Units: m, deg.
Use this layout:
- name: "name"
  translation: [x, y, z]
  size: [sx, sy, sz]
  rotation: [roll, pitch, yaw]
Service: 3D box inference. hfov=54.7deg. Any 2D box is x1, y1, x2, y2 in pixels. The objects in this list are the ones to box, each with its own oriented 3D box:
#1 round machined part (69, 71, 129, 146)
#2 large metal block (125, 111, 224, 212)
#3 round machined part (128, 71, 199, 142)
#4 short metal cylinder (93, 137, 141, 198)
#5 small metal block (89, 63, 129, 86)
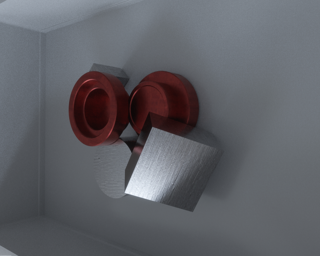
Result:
- name: "round machined part"
  translation: [-0.076, -0.025, 0.416]
  size: [0.098, 0.042, 0.097]
  rotation: [0, 90, 39]
- name: "large metal block"
  translation: [0.012, 0.038, 0.348]
  size: [0.050, 0.080, 0.079]
  rotation: [-106, 37, -68]
- name: "round machined part"
  translation: [-0.003, -0.024, 0.392]
  size: [0.098, 0.042, 0.097]
  rotation: [0, 90, 39]
- name: "short metal cylinder"
  translation: [-0.045, 0.051, 0.424]
  size: [0.080, 0.050, 0.079]
  rotation: [0, 90, 39]
- name: "small metal block"
  translation: [-0.082, -0.064, 0.453]
  size: [0.025, 0.050, 0.050]
  rotation: [52, 120, 27]
